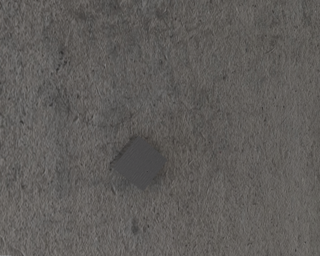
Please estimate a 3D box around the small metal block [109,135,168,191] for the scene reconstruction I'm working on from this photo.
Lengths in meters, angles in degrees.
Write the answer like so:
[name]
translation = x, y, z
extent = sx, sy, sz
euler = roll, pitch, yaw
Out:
[small metal block]
translation = -0.028, 0.044, 0.399
extent = 0.050, 0.025, 0.050
euler = 42, 77, -15
